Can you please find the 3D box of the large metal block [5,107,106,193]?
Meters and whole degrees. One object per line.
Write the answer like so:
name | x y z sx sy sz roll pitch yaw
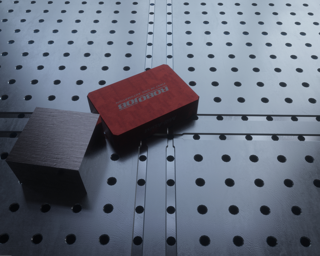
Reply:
large metal block | -0.118 0.025 0.369 0.080 0.050 0.080 7 50 5

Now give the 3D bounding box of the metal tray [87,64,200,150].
metal tray | -0.023 -0.034 0.433 0.131 0.030 0.090 -25 54 -20
